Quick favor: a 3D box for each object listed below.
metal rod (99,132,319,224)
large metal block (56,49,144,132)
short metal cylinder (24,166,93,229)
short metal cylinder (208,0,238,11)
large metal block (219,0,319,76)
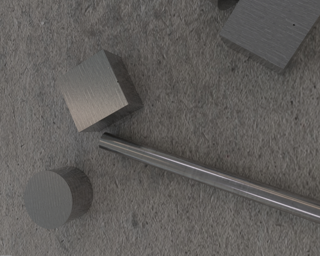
[{"bbox_3d":[0.058,0.058,0.388,0.301,0.025,0.025,17,96,19],"label":"metal rod"},{"bbox_3d":[-0.081,-0.048,0.424,0.080,0.050,0.080,-28,81,18],"label":"large metal block"},{"bbox_3d":[-0.145,0.098,0.447,0.080,0.050,0.080,0,90,20],"label":"short metal cylinder"},{"bbox_3d":[0.076,-0.184,0.353,0.050,0.080,0.080,45,104,14],"label":"short metal cylinder"},{"bbox_3d":[0.126,-0.117,0.351,0.080,0.050,0.080,34,101,16],"label":"large metal block"}]
